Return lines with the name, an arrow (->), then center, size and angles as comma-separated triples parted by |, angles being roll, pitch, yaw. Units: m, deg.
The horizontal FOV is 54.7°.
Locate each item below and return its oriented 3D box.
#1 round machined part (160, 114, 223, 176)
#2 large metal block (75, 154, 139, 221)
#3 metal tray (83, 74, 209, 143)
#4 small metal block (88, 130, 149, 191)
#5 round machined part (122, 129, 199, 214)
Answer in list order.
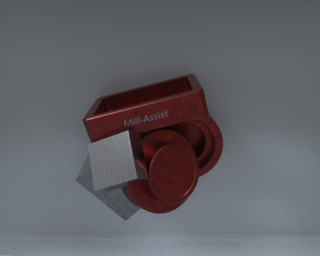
round machined part -> 0.030, 0.016, 0.408 | 0.099, 0.042, 0.097 | 0, 110, -1
large metal block -> -0.052, 0.057, 0.401 | 0.050, 0.080, 0.080 | -42, 105, 14
metal tray -> -0.015, -0.026, 0.365 | 0.131, 0.090, 0.030 | -14, 110, 4
small metal block -> -0.044, 0.036, 0.324 | 0.050, 0.025, 0.050 | -19, 71, 19
round machined part -> 0.006, 0.050, 0.357 | 0.099, 0.042, 0.097 | 1, 88, -33
